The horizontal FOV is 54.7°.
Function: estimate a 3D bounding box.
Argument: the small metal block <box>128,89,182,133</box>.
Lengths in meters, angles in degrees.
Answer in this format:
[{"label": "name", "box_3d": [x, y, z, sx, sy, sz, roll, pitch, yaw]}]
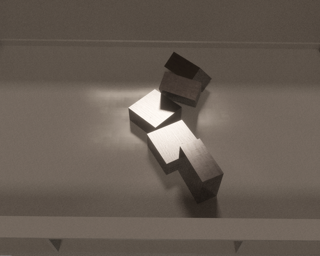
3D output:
[{"label": "small metal block", "box_3d": [-0.006, -0.020, 0.421, 0.050, 0.025, 0.050, 36, 59, 26]}]

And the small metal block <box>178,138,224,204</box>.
[{"label": "small metal block", "box_3d": [0.044, 0.049, 0.348, 0.025, 0.050, 0.050, -19, 53, -16]}]

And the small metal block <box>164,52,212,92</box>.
[{"label": "small metal block", "box_3d": [0.042, -0.081, 0.455, 0.050, 0.050, 0.025, 39, 100, 27]}]

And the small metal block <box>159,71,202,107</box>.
[{"label": "small metal block", "box_3d": [0.029, -0.052, 0.427, 0.050, 0.050, 0.025, 19, 86, 9]}]

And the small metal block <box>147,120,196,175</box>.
[{"label": "small metal block", "box_3d": [0.018, 0.023, 0.386, 0.050, 0.025, 0.050, -22, 54, -18]}]
